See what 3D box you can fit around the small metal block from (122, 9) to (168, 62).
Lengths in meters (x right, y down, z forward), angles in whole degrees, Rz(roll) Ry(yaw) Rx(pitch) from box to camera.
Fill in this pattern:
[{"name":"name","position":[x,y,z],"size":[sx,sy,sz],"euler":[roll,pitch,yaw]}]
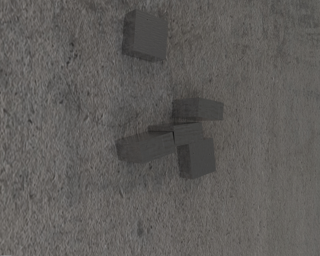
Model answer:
[{"name":"small metal block","position":[-0.018,-0.114,0.389],"size":[0.050,0.025,0.050],"euler":[6,86,-40]}]

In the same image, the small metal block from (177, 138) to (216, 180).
[{"name":"small metal block","position":[0.053,0.043,0.449],"size":[0.050,0.025,0.050],"euler":[-11,97,-39]}]

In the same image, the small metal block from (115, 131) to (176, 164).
[{"name":"small metal block","position":[-0.018,0.022,0.373],"size":[0.050,0.050,0.025],"euler":[-16,101,-39]}]

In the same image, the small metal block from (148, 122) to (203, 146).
[{"name":"small metal block","position":[0.020,0.007,0.405],"size":[0.050,0.050,0.025],"euler":[-7,95,-40]}]

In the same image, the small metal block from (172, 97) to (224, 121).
[{"name":"small metal block","position":[0.052,-0.025,0.432],"size":[0.050,0.050,0.025],"euler":[7,86,-40]}]
